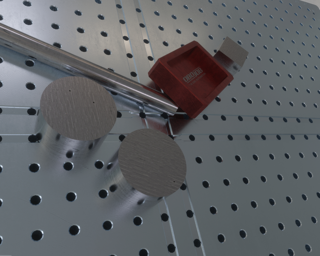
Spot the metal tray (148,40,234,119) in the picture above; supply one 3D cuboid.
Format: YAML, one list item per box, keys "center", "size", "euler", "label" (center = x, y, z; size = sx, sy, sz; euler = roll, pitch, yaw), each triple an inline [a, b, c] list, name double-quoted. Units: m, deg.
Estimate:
- center: [0.051, -0.077, 0.462]
  size: [0.090, 0.030, 0.131]
  euler: [45, 39, 3]
  label: "metal tray"

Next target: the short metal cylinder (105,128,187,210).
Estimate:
- center: [-0.017, 0.047, 0.354]
  size: [0.081, 0.050, 0.080]
  euler: [14, 56, -21]
  label: "short metal cylinder"

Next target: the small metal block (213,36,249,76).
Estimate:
- center: [0.126, -0.129, 0.555]
  size: [0.050, 0.025, 0.050]
  euler: [36, 51, -5]
  label: "small metal block"

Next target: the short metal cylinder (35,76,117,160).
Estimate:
- center: [-0.095, -0.011, 0.348]
  size: [0.081, 0.050, 0.080]
  euler: [14, 56, -21]
  label: "short metal cylinder"

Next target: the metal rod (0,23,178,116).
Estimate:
- center: [-0.114, -0.082, 0.396]
  size: [0.302, 0.025, 0.025]
  euler: [22, 54, -15]
  label: "metal rod"
